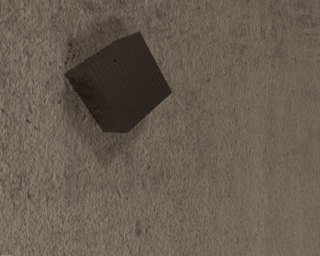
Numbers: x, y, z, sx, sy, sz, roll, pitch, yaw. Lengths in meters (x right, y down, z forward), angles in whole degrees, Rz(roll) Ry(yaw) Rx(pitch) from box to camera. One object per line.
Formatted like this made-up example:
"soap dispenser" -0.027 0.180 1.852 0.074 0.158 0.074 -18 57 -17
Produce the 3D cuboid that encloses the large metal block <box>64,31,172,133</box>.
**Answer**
"large metal block" -0.045 -0.050 0.353 0.080 0.050 0.080 -45 117 -31
